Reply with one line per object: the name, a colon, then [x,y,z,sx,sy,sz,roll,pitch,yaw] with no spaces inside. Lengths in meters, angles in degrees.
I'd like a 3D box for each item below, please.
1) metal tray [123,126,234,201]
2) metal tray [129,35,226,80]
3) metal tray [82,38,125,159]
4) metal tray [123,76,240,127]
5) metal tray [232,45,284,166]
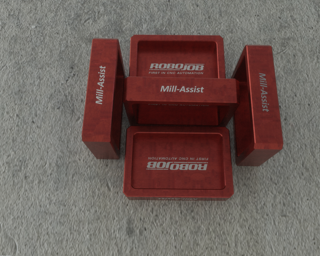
metal tray: [0.022,0.044,0.392,0.131,0.030,0.090,1,69,0]
metal tray: [0.024,-0.085,0.438,0.131,0.030,0.090,0,73,0]
metal tray: [-0.066,-0.033,0.387,0.030,0.090,0.130,1,71,0]
metal tray: [0.025,-0.029,0.387,0.131,0.090,0.030,1,72,0]
metal tray: [0.115,-0.025,0.384,0.030,0.090,0.130,1,70,1]
